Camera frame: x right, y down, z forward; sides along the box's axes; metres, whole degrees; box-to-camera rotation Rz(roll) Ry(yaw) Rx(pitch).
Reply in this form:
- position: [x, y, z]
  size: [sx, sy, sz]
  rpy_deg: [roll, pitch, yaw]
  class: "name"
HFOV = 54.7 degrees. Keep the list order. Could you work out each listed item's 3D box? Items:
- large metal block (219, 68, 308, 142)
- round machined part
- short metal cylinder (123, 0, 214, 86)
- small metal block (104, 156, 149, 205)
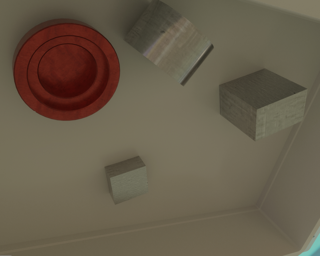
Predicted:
- position: [0.140, -0.035, 0.430]
  size: [0.081, 0.080, 0.050]
  rpy_deg: [-21, 127, -16]
  class: "large metal block"
- position: [-0.094, -0.060, 0.310]
  size: [0.099, 0.042, 0.097]
  rpy_deg: [-14, 125, -21]
  class: "round machined part"
- position: [0.009, -0.088, 0.325]
  size: [0.080, 0.080, 0.050]
  rpy_deg: [31, 101, -38]
  class: "short metal cylinder"
- position: [-0.046, 0.072, 0.430]
  size: [0.050, 0.025, 0.050]
  rpy_deg: [-17, 125, -19]
  class: "small metal block"
